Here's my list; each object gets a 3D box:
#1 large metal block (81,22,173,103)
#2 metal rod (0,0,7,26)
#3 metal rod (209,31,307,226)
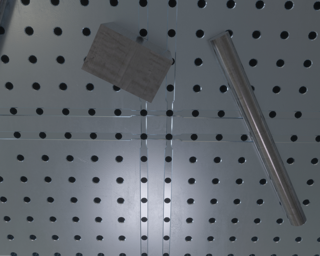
[{"bbox_3d":[-0.034,-0.078,0.355,0.080,0.080,0.050,26,108,-9],"label":"large metal block"},{"bbox_3d":[-0.182,-0.165,0.350,0.025,0.025,0.298,24,108,-9],"label":"metal rod"},{"bbox_3d":[0.139,0.014,0.419,0.025,0.025,0.299,-26,108,9],"label":"metal rod"}]
